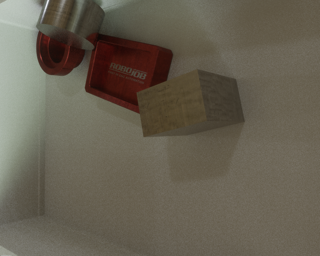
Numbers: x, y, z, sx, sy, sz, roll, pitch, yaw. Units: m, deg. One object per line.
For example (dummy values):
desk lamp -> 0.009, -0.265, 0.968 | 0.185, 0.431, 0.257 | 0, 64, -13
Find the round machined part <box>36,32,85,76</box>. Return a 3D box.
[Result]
round machined part -> -0.165, -0.137, 0.527 | 0.098, 0.042, 0.097 | 3, 94, 38

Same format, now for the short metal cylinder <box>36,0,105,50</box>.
short metal cylinder -> -0.123, -0.149, 0.431 | 0.080, 0.080, 0.050 | 14, 85, 39

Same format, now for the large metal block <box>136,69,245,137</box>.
large metal block -> 0.034, -0.023, 0.341 | 0.080, 0.081, 0.050 | -15, 81, 38

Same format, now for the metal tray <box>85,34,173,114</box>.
metal tray -> -0.050, -0.079, 0.441 | 0.130, 0.030, 0.089 | 23, 104, 37
